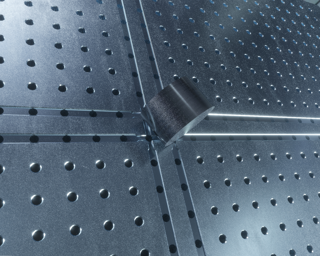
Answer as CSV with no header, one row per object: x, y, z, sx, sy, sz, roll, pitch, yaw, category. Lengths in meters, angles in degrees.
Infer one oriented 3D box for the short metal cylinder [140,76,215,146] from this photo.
0.022,-0.021,0.396,0.081,0.080,0.050,-32,79,-38,short metal cylinder
